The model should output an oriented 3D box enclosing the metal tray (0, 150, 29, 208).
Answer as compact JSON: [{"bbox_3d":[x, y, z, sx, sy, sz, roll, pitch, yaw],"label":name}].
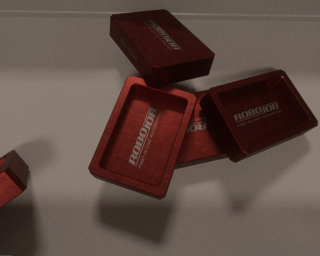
[{"bbox_3d":[-0.212,0.082,0.342,0.131,0.090,0.030,-36,110,-13],"label":"metal tray"}]

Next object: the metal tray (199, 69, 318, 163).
[{"bbox_3d":[0.126,-0.019,0.394,0.131,0.030,0.090,-17,71,-26],"label":"metal tray"}]

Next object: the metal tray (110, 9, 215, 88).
[{"bbox_3d":[-0.001,-0.112,0.413,0.091,0.030,0.130,-17,51,-26],"label":"metal tray"}]

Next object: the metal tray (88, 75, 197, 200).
[{"bbox_3d":[-0.017,0.009,0.371,0.090,0.030,0.130,18,71,6],"label":"metal tray"}]

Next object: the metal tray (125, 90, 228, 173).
[{"bbox_3d":[0.022,0.005,0.405,0.131,0.030,0.090,-12,71,-5],"label":"metal tray"}]
